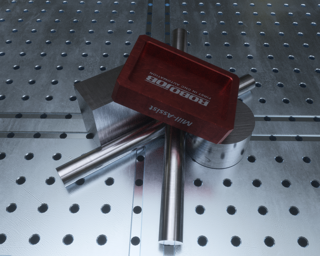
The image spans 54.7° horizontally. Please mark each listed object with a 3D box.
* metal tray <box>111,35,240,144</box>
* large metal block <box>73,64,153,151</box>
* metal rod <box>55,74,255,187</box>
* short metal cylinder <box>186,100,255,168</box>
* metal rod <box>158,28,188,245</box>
[{"bbox_3d":[0.022,-0.046,0.351,0.131,0.030,0.090,22,51,-6],"label":"metal tray"},{"bbox_3d":[-0.054,-0.026,0.392,0.081,0.080,0.050,-27,56,-21],"label":"large metal block"},{"bbox_3d":[0.010,-0.006,0.413,0.302,0.025,0.025,-27,55,-21],"label":"metal rod"},{"bbox_3d":[0.073,0.003,0.388,0.081,0.050,0.080,0,50,0],"label":"short metal cylinder"},{"bbox_3d":[0.020,-0.012,0.389,0.025,0.025,0.299,3,59,2],"label":"metal rod"}]
